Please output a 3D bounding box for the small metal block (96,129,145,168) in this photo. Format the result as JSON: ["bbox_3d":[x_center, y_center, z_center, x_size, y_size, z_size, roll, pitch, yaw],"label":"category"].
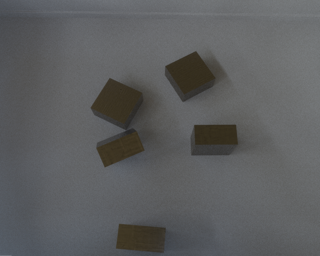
[{"bbox_3d":[-0.050,0.023,0.384,0.050,0.050,0.025,-23,98,-8],"label":"small metal block"}]

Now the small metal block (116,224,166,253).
[{"bbox_3d":[-0.020,0.125,0.350,0.050,0.050,0.025,5,70,2],"label":"small metal block"}]

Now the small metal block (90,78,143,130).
[{"bbox_3d":[-0.057,-0.032,0.421,0.050,0.025,0.050,25,72,9],"label":"small metal block"}]

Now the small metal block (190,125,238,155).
[{"bbox_3d":[0.066,0.016,0.391,0.050,0.050,0.025,0,70,0],"label":"small metal block"}]

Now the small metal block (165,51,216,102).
[{"bbox_3d":[0.042,-0.072,0.436,0.050,0.025,0.050,-28,73,-10],"label":"small metal block"}]
